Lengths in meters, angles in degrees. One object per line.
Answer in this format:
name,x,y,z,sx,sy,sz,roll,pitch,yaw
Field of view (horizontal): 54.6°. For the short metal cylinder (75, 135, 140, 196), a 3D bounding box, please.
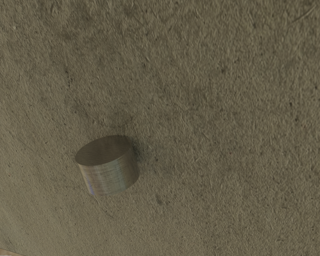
short metal cylinder,-0.074,0.052,0.443,0.080,0.080,0.050,1,119,27
